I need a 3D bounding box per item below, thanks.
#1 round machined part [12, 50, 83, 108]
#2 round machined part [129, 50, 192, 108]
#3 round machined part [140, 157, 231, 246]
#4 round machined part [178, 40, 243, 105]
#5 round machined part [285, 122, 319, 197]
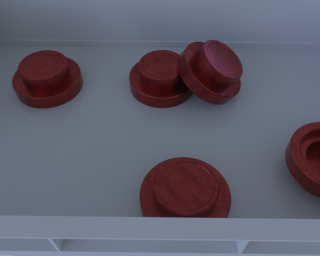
[{"bbox_3d":[-0.168,-0.078,0.459,0.099,0.042,0.098,0,50,0],"label":"round machined part"},{"bbox_3d":[0.003,-0.079,0.460,0.099,0.042,0.098,0,50,0],"label":"round machined part"},{"bbox_3d":[0.027,0.071,0.334,0.099,0.042,0.098,0,50,0],"label":"round machined part"},{"bbox_3d":[0.077,-0.085,0.438,0.099,0.042,0.098,18,53,-24],"label":"round machined part"},{"bbox_3d":[0.196,0.043,0.359,0.099,0.042,0.098,0,50,0],"label":"round machined part"}]
